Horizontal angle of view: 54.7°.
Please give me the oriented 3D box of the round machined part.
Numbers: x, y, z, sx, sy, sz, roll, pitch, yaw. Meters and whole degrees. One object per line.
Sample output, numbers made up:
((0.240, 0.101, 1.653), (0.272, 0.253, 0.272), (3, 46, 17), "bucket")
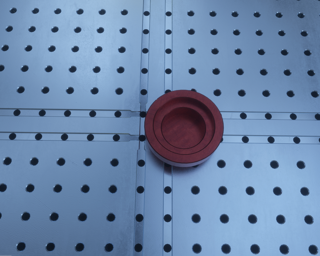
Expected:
((0.030, 0.003, 0.402), (0.099, 0.042, 0.098), (0, 70, -1), "round machined part")
